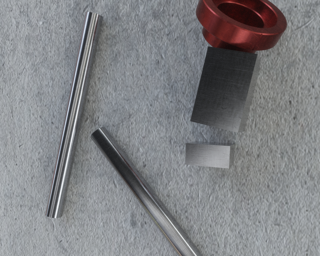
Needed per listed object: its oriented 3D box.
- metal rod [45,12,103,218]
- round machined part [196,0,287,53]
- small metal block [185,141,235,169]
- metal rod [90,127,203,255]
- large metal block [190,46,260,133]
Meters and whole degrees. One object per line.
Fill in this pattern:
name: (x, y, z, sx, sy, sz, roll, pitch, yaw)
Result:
metal rod: (-0.126, -0.016, 0.451, 0.025, 0.025, 0.298, 14, 95, 19)
round machined part: (0.087, -0.117, 0.350, 0.098, 0.099, 0.042, 39, 140, 15)
small metal block: (0.062, 0.031, 0.374, 0.050, 0.050, 0.025, 3, 91, 19)
metal rod: (0.005, 0.120, 0.406, 0.025, 0.025, 0.300, -42, 77, 15)
large metal block: (0.077, -0.040, 0.352, 0.050, 0.080, 0.079, 15, 95, 19)
